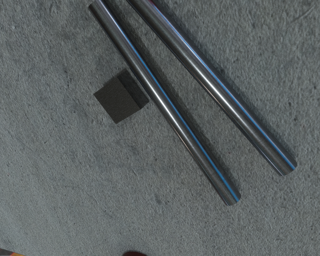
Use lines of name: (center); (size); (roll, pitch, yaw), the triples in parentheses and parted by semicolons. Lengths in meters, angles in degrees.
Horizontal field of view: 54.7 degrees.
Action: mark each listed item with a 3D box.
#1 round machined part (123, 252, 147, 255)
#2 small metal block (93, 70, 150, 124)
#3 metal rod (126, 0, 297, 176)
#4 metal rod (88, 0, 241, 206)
round machined part: (-0.041, 0.290, 0.597); (0.098, 0.042, 0.097); (13, 124, 21)
small metal block: (-0.051, -0.040, 0.409); (0.050, 0.025, 0.050); (-28, 104, 37)
metal rod: (0.047, -0.064, 0.342); (0.300, 0.025, 0.025); (48, 129, -6)
metal rod: (0.013, -0.024, 0.385); (0.025, 0.025, 0.299); (-27, 104, 37)
